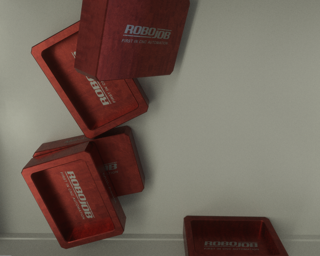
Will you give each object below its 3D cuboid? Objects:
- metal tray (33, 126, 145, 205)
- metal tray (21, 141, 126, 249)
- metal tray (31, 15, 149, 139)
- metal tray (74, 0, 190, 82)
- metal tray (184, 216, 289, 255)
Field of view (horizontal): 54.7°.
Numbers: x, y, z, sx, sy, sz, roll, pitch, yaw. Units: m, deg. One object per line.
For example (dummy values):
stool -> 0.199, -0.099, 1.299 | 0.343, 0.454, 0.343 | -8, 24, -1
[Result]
metal tray -> -0.094, 0.055, 0.428 | 0.131, 0.030, 0.089 | -12, 110, 4
metal tray -> -0.109, 0.091, 0.407 | 0.090, 0.030, 0.129 | -17, 110, 5
metal tray -> -0.082, -0.062, 0.384 | 0.090, 0.030, 0.130 | -26, 108, 8
metal tray -> -0.023, -0.099, 0.320 | 0.030, 0.131, 0.089 | 26, 115, 28
metal tray -> 0.101, 0.165, 0.438 | 0.131, 0.090, 0.030 | 1, 110, -1
